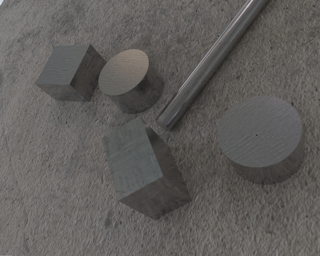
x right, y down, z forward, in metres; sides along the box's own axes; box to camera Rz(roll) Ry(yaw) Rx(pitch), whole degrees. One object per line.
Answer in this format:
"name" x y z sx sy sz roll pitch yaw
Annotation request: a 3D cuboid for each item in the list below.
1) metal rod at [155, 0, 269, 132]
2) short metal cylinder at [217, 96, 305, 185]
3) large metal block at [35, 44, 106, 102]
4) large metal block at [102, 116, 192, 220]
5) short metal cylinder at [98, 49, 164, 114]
"metal rod" 0.093 -0.120 0.429 0.025 0.025 0.300 30 78 37
"short metal cylinder" 0.106 0.013 0.324 0.080 0.050 0.080 -13 56 21
"large metal block" -0.148 -0.092 0.522 0.080 0.050 0.080 6 64 30
"large metal block" -0.014 0.047 0.347 0.050 0.080 0.080 -30 52 9
"short metal cylinder" -0.041 -0.067 0.451 0.080 0.050 0.080 -13 56 21
